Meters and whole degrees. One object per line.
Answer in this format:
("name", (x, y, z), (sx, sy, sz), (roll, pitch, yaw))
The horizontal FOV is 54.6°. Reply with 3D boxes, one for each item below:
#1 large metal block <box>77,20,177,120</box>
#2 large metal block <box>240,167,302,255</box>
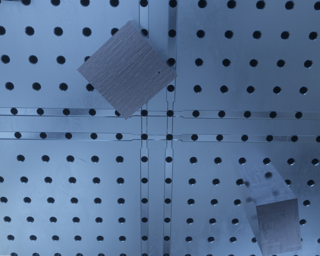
("large metal block", (-0.037, -0.071, 0.374), (0.080, 0.050, 0.080), (-40, 106, 13))
("large metal block", (0.150, 0.112, 0.426), (0.050, 0.080, 0.080), (-12, 110, 4))
